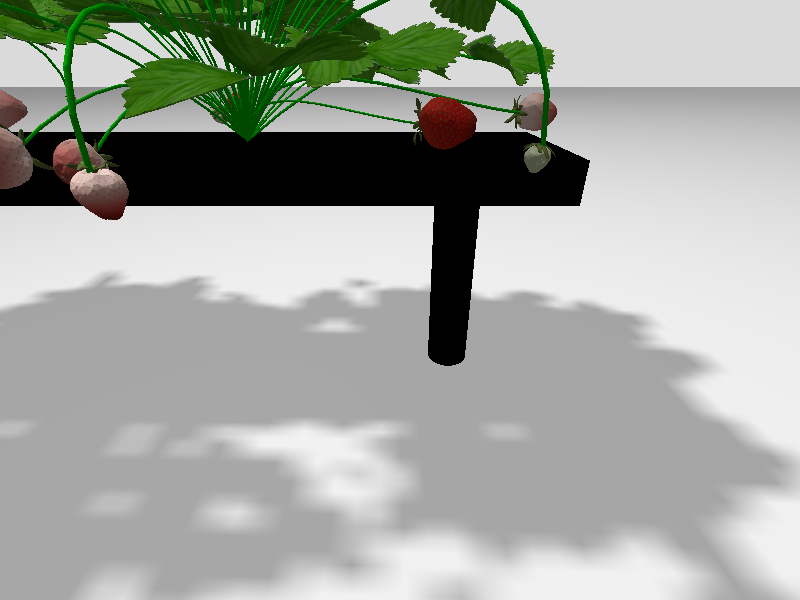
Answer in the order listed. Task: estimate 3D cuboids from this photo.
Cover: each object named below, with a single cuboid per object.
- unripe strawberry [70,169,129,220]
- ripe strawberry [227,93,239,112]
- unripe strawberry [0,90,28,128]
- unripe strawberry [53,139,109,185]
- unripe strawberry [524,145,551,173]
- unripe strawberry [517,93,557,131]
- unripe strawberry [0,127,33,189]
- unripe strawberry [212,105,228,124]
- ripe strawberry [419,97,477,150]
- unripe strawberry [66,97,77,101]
[{"bbox_3d":[-0.111,-0.039,0.150,0.018,0.019,0.018,-2,29,-3],"label":"unripe strawberry"},{"bbox_3d":[-0.201,-0.241,0.498,0.028,0.030,0.030,-10,30,-18],"label":"ripe strawberry"},{"bbox_3d":[-0.382,-0.183,0.382,0.038,0.038,0.042,-10,31,-18],"label":"unripe strawberry"},{"bbox_3d":[-0.146,-0.060,0.181,0.019,0.022,0.021,4,43,6],"label":"unripe strawberry"},{"bbox_3d":[0.065,-0.066,0.190,0.012,0.012,0.013,21,36,33],"label":"unripe strawberry"},{"bbox_3d":[0.126,-0.173,0.369,0.037,0.032,0.037,-6,30,-11],"label":"unripe strawberry"},{"bbox_3d":[-0.186,-0.063,0.178,0.032,0.029,0.029,10,32,18],"label":"unripe strawberry"},{"bbox_3d":[-0.196,-0.202,0.438,0.018,0.019,0.020,-15,3,-25],"label":"unripe strawberry"},{"bbox_3d":[0.033,-0.122,0.276,0.039,0.033,0.039,9,31,15],"label":"ripe strawberry"},{"bbox_3d":[-0.381,-0.232,0.464,0.010,0.010,0.011,-23,37,-35],"label":"unripe strawberry"}]
